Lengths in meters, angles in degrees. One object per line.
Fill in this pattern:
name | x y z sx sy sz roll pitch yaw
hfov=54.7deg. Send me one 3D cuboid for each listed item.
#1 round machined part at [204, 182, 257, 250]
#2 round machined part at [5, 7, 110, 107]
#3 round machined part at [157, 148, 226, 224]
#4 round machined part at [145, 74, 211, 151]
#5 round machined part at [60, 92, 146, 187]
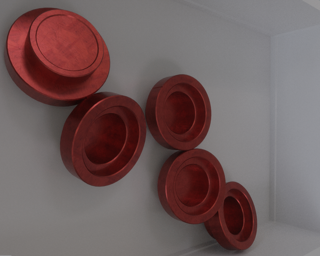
round machined part | 0.102 0.133 0.469 0.099 0.042 0.098 20 59 -39
round machined part | -0.094 -0.073 0.300 0.099 0.042 0.098 10 70 -29
round machined part | 0.039 0.077 0.421 0.099 0.042 0.097 3 84 -31
round machined part | 0.020 -0.020 0.411 0.099 0.042 0.097 1 89 -40
round machined part | -0.063 0.009 0.330 0.099 0.042 0.097 -24 123 -44
